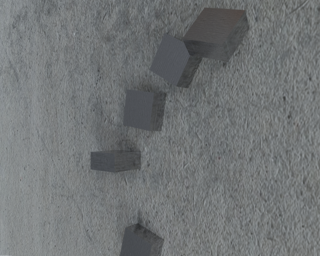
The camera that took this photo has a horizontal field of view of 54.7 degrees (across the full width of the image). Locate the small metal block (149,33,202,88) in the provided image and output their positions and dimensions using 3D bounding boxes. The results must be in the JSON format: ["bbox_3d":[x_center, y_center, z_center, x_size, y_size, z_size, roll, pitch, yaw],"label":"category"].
[{"bbox_3d":[0.021,-0.084,0.388,0.050,0.025,0.050,37,113,34],"label":"small metal block"}]

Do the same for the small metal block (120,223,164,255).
[{"bbox_3d":[-0.026,0.168,0.427,0.050,0.025,0.050,19,102,38],"label":"small metal block"}]

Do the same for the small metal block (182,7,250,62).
[{"bbox_3d":[0.061,-0.103,0.338,0.050,0.025,0.050,21,69,36],"label":"small metal block"}]

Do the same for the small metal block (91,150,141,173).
[{"bbox_3d":[-0.063,0.046,0.440,0.050,0.050,0.025,0,90,40],"label":"small metal block"}]

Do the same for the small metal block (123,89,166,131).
[{"bbox_3d":[-0.022,-0.025,0.423,0.050,0.025,0.050,12,98,39],"label":"small metal block"}]
